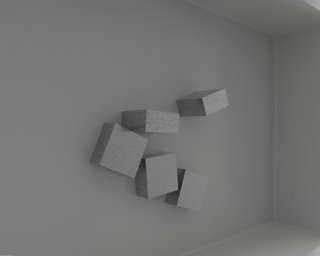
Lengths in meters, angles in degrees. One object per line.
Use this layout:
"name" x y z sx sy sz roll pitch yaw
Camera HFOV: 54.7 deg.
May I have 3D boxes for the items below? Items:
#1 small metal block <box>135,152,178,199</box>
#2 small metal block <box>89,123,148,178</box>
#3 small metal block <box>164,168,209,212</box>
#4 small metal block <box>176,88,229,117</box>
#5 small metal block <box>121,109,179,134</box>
"small metal block" -0.005 0.060 0.403 0.050 0.025 0.050 -7 95 -40
"small metal block" -0.048 0.027 0.366 0.050 0.025 0.050 29 72 -36
"small metal block" 0.039 0.087 0.439 0.050 0.025 0.050 24 75 -38
"small metal block" 0.060 -0.036 0.440 0.050 0.050 0.025 -24 106 -37
"small metal block" -0.012 -0.007 0.380 0.050 0.050 0.025 5 87 -40
